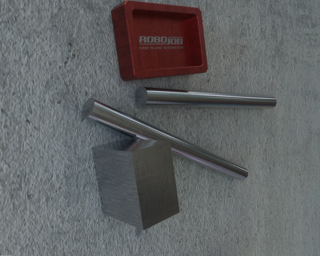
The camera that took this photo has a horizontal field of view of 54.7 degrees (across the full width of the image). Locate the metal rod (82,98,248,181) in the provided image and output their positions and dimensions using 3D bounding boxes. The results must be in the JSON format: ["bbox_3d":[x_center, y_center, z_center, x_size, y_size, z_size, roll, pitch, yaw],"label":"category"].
[{"bbox_3d":[0.030,0.028,0.431,0.302,0.025,0.025,24,75,-38],"label":"metal rod"}]

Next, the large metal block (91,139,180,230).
[{"bbox_3d":[-0.029,0.057,0.347,0.050,0.080,0.079,-14,99,-40],"label":"large metal block"}]

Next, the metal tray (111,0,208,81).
[{"bbox_3d":[0.005,-0.112,0.406,0.131,0.030,0.089,-13,99,-39],"label":"metal tray"}]

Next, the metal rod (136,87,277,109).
[{"bbox_3d":[0.092,-0.044,0.484,0.302,0.025,0.025,-2,92,-40],"label":"metal rod"}]
